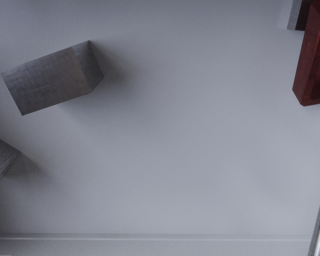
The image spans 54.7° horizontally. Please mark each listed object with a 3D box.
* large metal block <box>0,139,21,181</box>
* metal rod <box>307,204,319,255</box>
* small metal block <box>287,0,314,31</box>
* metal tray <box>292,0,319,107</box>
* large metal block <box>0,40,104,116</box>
[{"bbox_3d":[-0.242,0.043,0.395,0.080,0.080,0.050,36,106,-13],"label":"large metal block"},{"bbox_3d":[0.210,0.055,0.361,0.025,0.025,0.298,8,99,-4],"label":"metal rod"},{"bbox_3d":[0.184,-0.139,0.363,0.050,0.025,0.050,5,110,-3],"label":"small metal block"},{"bbox_3d":[0.209,-0.086,0.349,0.091,0.030,0.129,-10,139,3],"label":"metal tray"},{"bbox_3d":[-0.118,-0.061,0.358,0.080,0.080,0.050,-18,109,6],"label":"large metal block"}]
